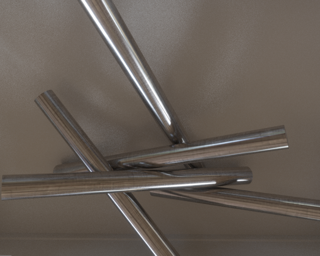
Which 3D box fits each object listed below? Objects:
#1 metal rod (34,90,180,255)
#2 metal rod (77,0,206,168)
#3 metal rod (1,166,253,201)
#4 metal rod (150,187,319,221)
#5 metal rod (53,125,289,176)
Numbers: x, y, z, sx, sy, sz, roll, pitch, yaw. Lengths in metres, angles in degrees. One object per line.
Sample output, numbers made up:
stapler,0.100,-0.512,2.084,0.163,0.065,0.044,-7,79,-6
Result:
metal rod,-0.050,0.080,0.376,0.025,0.025,0.300,-37,91,12
metal rod,-0.003,-0.027,0.341,0.025,0.025,0.299,-25,131,9
metal rod,-0.018,0.062,0.367,0.303,0.025,0.025,1,112,-24
metal rod,0.130,0.094,0.389,0.301,0.025,0.025,4,112,22
metal rod,-0.006,0.036,0.375,0.300,0.025,0.025,-12,111,24
